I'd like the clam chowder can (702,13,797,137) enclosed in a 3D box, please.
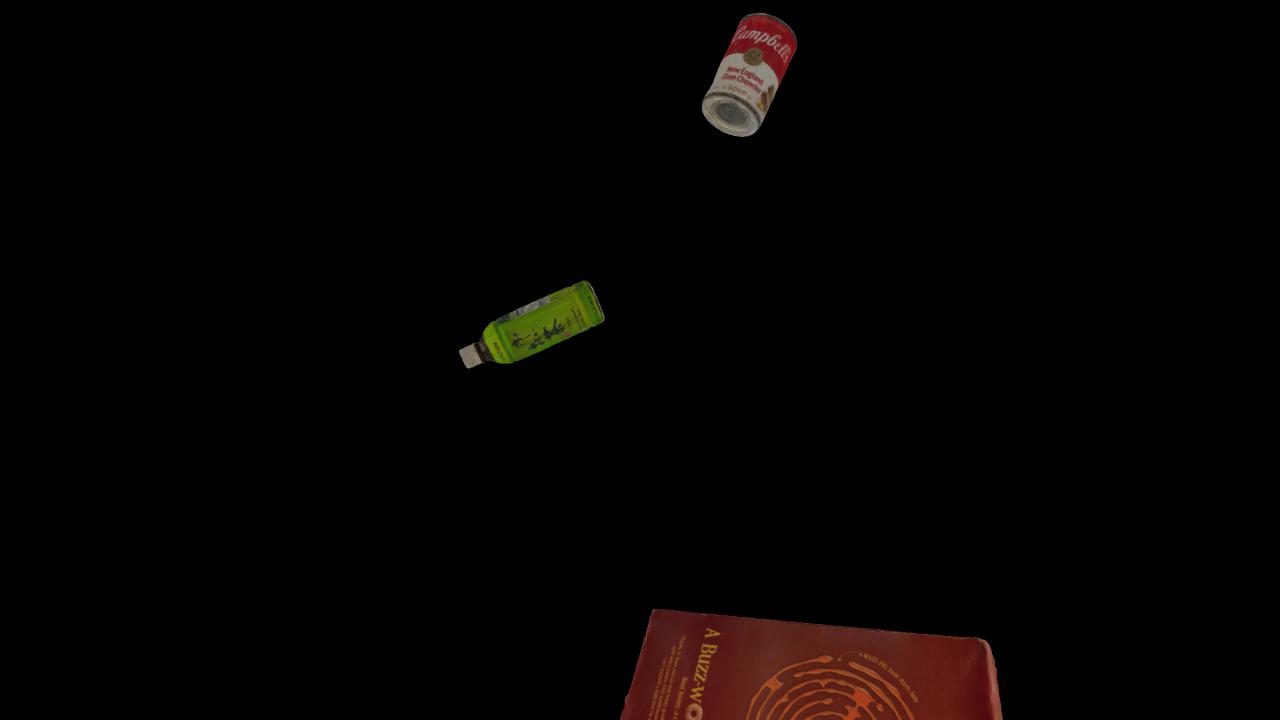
[{"bbox_3d":[0.114,-0.298,0.648,0.068,0.102,0.068,25,-7,3],"label":"clam chowder can"}]

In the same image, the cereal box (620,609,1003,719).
[{"bbox_3d":[0.128,0.327,0.504,0.306,0.081,0.203,-7,40,28],"label":"cereal box"}]

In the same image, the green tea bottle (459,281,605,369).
[{"bbox_3d":[-0.160,-0.045,0.898,0.212,0.073,0.073,-23,2,-5],"label":"green tea bottle"}]
